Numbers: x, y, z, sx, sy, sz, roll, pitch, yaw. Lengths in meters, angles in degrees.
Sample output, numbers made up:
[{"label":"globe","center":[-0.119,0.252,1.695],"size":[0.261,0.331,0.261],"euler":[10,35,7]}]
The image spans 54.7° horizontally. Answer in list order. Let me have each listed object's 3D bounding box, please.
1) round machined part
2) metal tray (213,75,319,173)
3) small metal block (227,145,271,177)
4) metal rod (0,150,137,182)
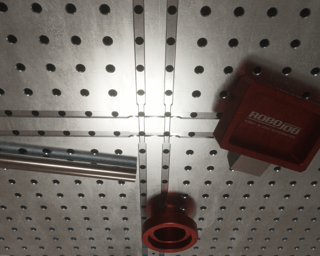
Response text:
[{"label":"round machined part","center":[0.017,0.179,0.554],"size":[0.099,0.042,0.097],"euler":[-1,130,0]},{"label":"metal tray","center":[0.145,-0.002,0.392],"size":[0.131,0.030,0.089],"euler":[17,111,-15]},{"label":"small metal block","center":[0.134,0.040,0.448],"size":[0.050,0.025,0.050],"euler":[16,128,-14]},{"label":"metal rod","center":[-0.185,0.051,0.451],"size":[0.302,0.025,0.025],"euler":[8,130,-7]}]
